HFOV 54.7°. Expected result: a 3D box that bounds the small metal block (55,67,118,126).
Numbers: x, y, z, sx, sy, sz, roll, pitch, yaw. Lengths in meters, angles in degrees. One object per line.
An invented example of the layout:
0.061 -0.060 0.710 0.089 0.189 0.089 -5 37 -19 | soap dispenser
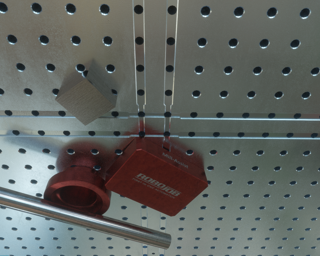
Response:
-0.089 -0.037 0.379 0.050 0.025 0.050 -29 125 22 | small metal block

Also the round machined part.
-0.125 0.097 0.481 0.099 0.042 0.097 0 130 0 | round machined part

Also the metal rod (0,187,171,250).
-0.120 0.138 0.471 0.302 0.025 0.025 22 127 -18 | metal rod

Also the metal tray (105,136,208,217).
-0.005 0.077 0.468 0.131 0.030 0.090 30 117 -24 | metal tray
